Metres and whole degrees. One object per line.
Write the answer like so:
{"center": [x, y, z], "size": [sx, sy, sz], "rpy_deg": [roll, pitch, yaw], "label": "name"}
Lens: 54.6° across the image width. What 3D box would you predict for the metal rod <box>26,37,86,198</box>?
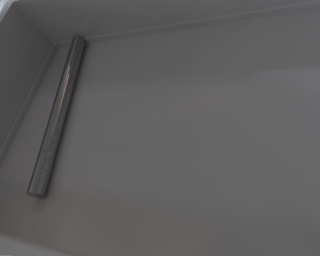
{"center": [-0.166, -0.034, 0.515], "size": [0.025, 0.025, 0.300], "rpy_deg": [-9, 58, 23], "label": "metal rod"}
